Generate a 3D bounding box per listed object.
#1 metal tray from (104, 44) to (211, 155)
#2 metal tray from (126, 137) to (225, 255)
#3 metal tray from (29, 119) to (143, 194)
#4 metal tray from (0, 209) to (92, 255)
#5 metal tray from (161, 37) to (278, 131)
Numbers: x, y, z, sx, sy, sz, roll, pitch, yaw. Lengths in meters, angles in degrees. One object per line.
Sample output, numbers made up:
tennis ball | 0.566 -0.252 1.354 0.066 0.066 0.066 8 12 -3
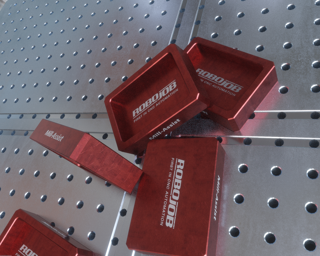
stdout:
metal tray | -0.009 -0.035 0.402 0.130 0.030 0.090 -35 59 24
metal tray | 0.020 0.076 0.349 0.090 0.030 0.130 -3 60 26
metal tray | -0.092 0.032 0.377 0.130 0.090 0.030 12 68 49
metal tray | -0.156 0.168 0.385 0.130 0.030 0.090 16 70 34
metal tray | 0.072 -0.062 0.406 0.130 0.030 0.090 33 80 38
